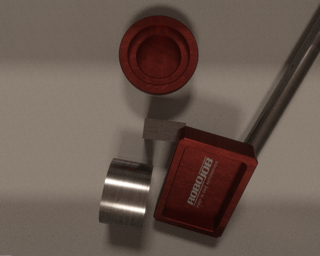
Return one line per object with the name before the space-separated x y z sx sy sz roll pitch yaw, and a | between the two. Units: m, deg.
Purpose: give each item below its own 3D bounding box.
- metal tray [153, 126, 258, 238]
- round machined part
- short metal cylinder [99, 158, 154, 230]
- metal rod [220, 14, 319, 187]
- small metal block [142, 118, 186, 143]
metal tray | 0.051 0.069 0.379 0.090 0.030 0.129 16 119 0
round machined part | -0.002 -0.091 0.403 0.099 0.042 0.097 0 90 -1
short metal cylinder | -0.040 0.081 0.383 0.050 0.080 0.080 11 90 0
metal rod | 0.162 -0.041 0.413 0.025 0.025 0.299 31 90 -1
small metal block | 0.005 0.003 0.399 0.050 0.050 0.025 7 90 -1
